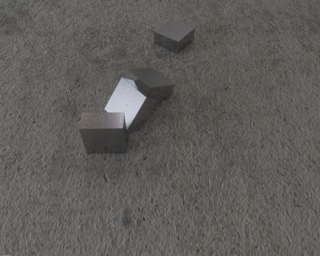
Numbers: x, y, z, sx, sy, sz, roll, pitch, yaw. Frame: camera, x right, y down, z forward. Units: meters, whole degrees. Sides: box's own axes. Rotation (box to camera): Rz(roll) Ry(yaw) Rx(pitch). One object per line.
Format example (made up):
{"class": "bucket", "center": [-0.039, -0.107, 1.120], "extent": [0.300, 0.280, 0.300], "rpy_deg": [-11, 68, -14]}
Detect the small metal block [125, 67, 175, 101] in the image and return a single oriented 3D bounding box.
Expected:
{"class": "small metal block", "center": [-0.016, -0.062, 0.443], "extent": [0.050, 0.025, 0.050], "rpy_deg": [-16, 47, -44]}

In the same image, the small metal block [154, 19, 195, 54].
{"class": "small metal block", "center": [0.025, -0.160, 0.537], "extent": [0.050, 0.025, 0.050], "rpy_deg": [29, 56, 22]}

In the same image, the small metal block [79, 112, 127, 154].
{"class": "small metal block", "center": [-0.068, 0.007, 0.380], "extent": [0.050, 0.050, 0.025], "rpy_deg": [-1, 50, -1]}

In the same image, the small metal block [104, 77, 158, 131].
{"class": "small metal block", "center": [-0.039, -0.031, 0.410], "extent": [0.050, 0.050, 0.025], "rpy_deg": [41, 19, 28]}
